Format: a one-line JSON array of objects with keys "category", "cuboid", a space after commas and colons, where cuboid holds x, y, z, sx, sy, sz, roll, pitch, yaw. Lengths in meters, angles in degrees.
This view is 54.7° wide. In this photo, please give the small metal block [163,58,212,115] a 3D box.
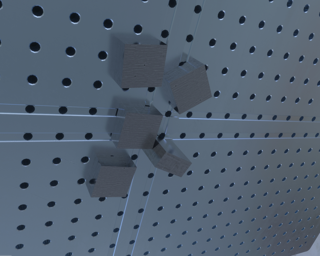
[{"category": "small metal block", "cuboid": [0.035, -0.053, 0.399, 0.050, 0.025, 0.050, -29, 129, -10]}]

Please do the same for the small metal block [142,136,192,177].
[{"category": "small metal block", "cuboid": [0.008, 0.037, 0.424, 0.050, 0.050, 0.025, 27, 104, -38]}]

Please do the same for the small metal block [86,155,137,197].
[{"category": "small metal block", "cuboid": [-0.066, 0.066, 0.417, 0.050, 0.025, 0.050, 7, 115, -32]}]

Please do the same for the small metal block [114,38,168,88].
[{"category": "small metal block", "cuboid": [-0.023, -0.074, 0.354, 0.050, 0.025, 0.050, -6, 121, -26]}]

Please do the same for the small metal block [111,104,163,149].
[{"category": "small metal block", "cuboid": [-0.030, -0.001, 0.396, 0.050, 0.025, 0.050, 4, 117, -31]}]
